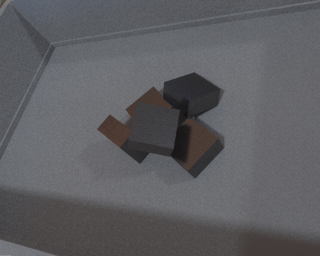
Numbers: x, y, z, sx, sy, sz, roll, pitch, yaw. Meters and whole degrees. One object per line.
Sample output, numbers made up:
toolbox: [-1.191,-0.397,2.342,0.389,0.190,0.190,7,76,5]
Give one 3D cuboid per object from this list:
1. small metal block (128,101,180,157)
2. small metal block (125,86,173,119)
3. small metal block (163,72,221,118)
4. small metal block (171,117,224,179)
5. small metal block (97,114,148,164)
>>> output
small metal block: [-0.007,0.001,0.359,0.050,0.025,0.050,12,63,-3]
small metal block: [-0.011,-0.021,0.419,0.050,0.025,0.050,-39,51,1]
small metal block: [0.040,-0.043,0.394,0.050,0.025,0.050,-22,45,-28]
small metal block: [0.038,0.023,0.368,0.050,0.025,0.050,-46,52,-4]
small metal block: [-0.045,0.015,0.400,0.050,0.050,0.025,33,80,38]
